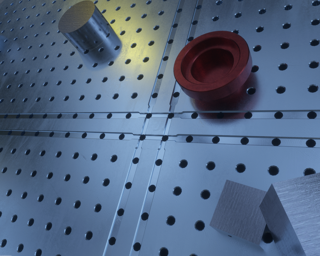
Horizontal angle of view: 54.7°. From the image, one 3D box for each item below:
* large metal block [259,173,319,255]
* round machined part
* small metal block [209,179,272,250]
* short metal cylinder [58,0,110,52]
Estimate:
[{"bbox_3d":[0.140,0.083,0.251,0.081,0.050,0.080,-11,54,-5],"label":"large metal block"},{"bbox_3d":[0.071,-0.076,0.406,0.098,0.042,0.098,-13,56,20],"label":"round machined part"},{"bbox_3d":[0.085,0.086,0.311,0.050,0.025,0.050,13,68,33],"label":"small metal block"},{"bbox_3d":[-0.142,-0.191,0.581,0.080,0.050,0.080,-13,56,21],"label":"short metal cylinder"}]
